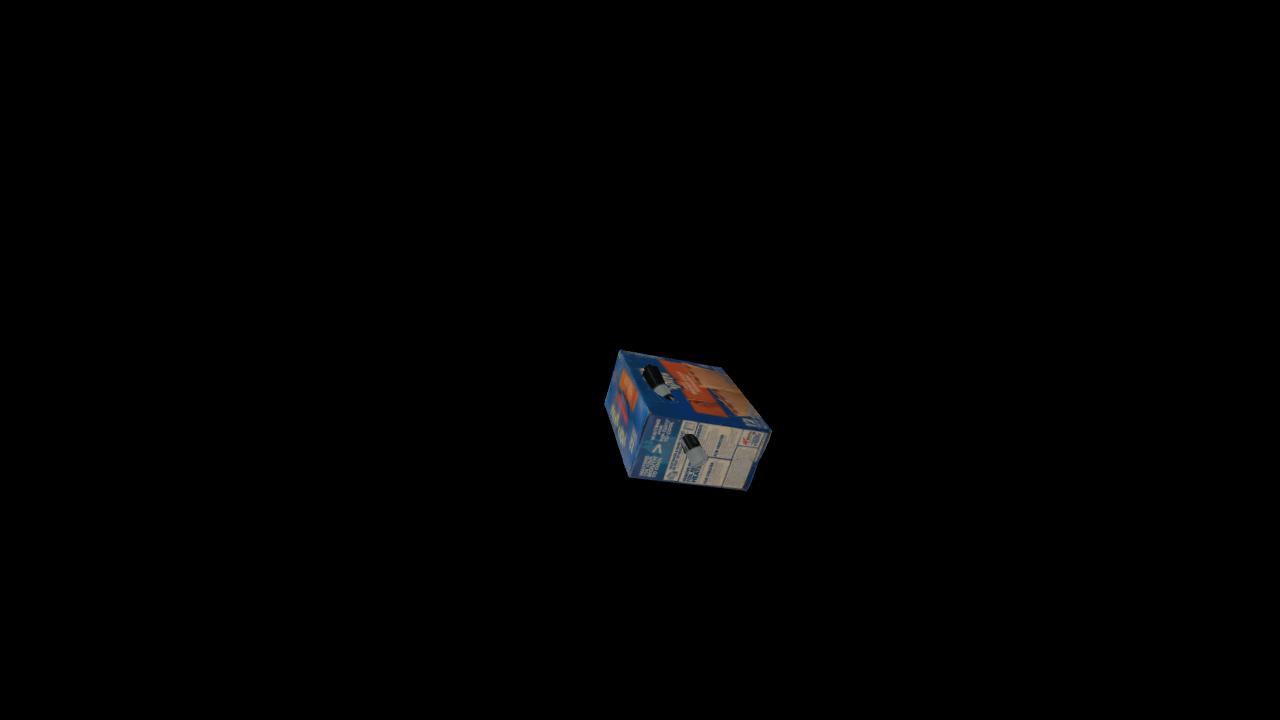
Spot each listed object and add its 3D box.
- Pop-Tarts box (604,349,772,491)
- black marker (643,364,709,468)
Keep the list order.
[{"bbox_3d":[0.046,0.064,0.708,0.141,0.083,0.167,10,20,-16],"label":"Pop-Tarts box"},{"bbox_3d":[0.035,0.055,0.640,0.020,0.121,0.020,-24,-25,-12],"label":"black marker"}]
